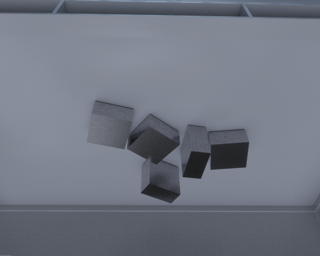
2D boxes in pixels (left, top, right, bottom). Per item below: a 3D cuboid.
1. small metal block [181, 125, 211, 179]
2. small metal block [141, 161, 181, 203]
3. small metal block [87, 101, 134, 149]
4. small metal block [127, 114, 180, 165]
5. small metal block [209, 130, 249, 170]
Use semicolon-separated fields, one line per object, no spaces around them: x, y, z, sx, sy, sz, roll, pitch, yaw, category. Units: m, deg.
0.047;0.032;0.419;0.025;0.050;0.050;7;130;-7;small metal block
0.001;0.076;0.455;0.050;0.050;0.025;24;127;-20;small metal block
-0.065;-0.003;0.403;0.050;0.025;0.050;12;129;-10;small metal block
-0.009;0.017;0.420;0.050;0.025;0.050;31;123;-24;small metal block
0.095;0.031;0.434;0.050;0.025;0.050;-4;130;3;small metal block
